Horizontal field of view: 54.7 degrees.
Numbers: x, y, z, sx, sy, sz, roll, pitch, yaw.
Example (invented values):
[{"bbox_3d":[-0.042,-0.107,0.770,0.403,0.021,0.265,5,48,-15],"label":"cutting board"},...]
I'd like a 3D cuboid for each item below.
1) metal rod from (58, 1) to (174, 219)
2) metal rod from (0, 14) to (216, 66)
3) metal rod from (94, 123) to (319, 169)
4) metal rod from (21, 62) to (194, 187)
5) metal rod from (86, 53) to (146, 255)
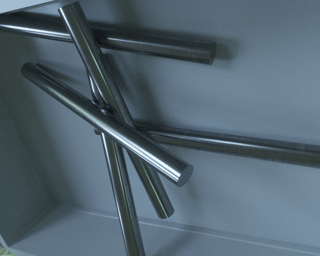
[{"bbox_3d":[-0.046,-0.007,0.395,0.025,0.025,0.299,-10,114,32],"label":"metal rod"},{"bbox_3d":[-0.081,-0.113,0.381,0.301,0.025,0.025,14,124,20],"label":"metal rod"},{"bbox_3d":[0.047,0.015,0.393,0.301,0.025,0.025,7,122,24],"label":"metal rod"},{"bbox_3d":[-0.085,-0.019,0.383,0.300,0.025,0.025,31,131,31],"label":"metal rod"},{"bbox_3d":[-0.058,0.051,0.416,0.025,0.025,0.298,-7,98,31],"label":"metal rod"}]
